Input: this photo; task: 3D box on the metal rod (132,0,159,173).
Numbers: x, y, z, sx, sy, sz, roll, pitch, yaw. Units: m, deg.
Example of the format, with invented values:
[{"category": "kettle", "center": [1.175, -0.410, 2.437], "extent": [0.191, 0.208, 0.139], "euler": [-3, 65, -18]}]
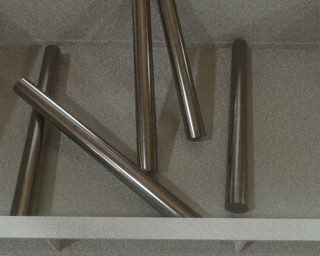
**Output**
[{"category": "metal rod", "center": [-0.022, -0.092, 0.403], "extent": [0.025, 0.025, 0.299], "euler": [-2, 75, -3]}]

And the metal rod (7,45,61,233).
[{"category": "metal rod", "center": [-0.159, -0.012, 0.412], "extent": [0.025, 0.025, 0.300], "euler": [-5, 50, -4]}]

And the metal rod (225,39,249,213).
[{"category": "metal rod", "center": [0.109, -0.027, 0.428], "extent": [0.025, 0.025, 0.300], "euler": [8, 50, 6]}]

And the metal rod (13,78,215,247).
[{"category": "metal rod", "center": [-0.067, 0.027, 0.362], "extent": [0.300, 0.025, 0.025], "euler": [36, 58, 19]}]

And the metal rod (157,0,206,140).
[{"category": "metal rod", "center": [0.018, -0.131, 0.423], "extent": [0.025, 0.025, 0.298], "euler": [-10, 80, -9]}]
